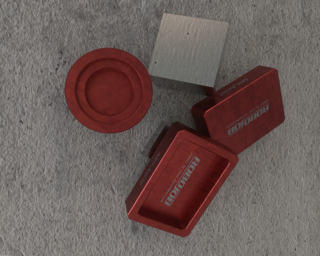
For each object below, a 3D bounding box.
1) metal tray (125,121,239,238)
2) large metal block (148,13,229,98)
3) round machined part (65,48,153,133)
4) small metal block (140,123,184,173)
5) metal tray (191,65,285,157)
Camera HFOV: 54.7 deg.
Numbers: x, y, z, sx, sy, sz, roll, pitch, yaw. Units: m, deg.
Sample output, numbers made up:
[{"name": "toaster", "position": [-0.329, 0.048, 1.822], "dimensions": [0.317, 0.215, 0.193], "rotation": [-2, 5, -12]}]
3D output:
[{"name": "metal tray", "position": [0.026, 0.068, 0.390], "dimensions": [0.090, 0.030, 0.129], "rotation": [26, 102, -21]}, {"name": "large metal block", "position": [0.037, -0.090, 0.391], "dimensions": [0.080, 0.050, 0.080], "rotation": [13, 85, 12]}, {"name": "round machined part", "position": [-0.060, -0.043, 0.372], "dimensions": [0.099, 0.042, 0.097], "rotation": [0, 92, -10]}, {"name": "small metal block", "position": [0.011, 0.028, 0.413], "dimensions": [0.050, 0.025, 0.050], "rotation": [37, 78, -17]}, {"name": "metal tray", "position": [0.113, -0.019, 0.432], "dimensions": [0.131, 0.030, 0.090], "rotation": [-32, 121, -17]}]
